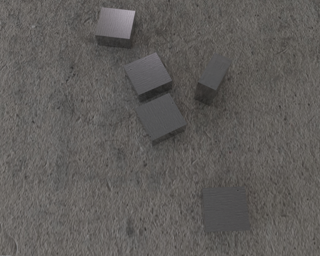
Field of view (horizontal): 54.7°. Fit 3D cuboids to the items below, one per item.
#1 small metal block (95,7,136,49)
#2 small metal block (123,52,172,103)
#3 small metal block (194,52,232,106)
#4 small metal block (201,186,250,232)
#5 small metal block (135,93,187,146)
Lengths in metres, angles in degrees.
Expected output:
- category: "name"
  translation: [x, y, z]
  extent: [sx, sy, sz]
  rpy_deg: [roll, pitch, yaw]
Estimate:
- category: "small metal block"
  translation: [-0.065, -0.149, 0.462]
  extent: [0.050, 0.025, 0.050]
  rpy_deg: [7, 70, 2]
- category: "small metal block"
  translation: [-0.017, -0.071, 0.434]
  extent: [0.050, 0.025, 0.050]
  rpy_deg: [-25, 72, -9]
- category: "small metal block"
  translation: [0.071, -0.065, 0.419]
  extent: [0.025, 0.050, 0.050]
  rpy_deg: [27, 72, 9]
- category: "small metal block"
  translation: [0.077, 0.098, 0.373]
  extent: [0.050, 0.025, 0.050]
  rpy_deg: [-2, 70, -1]
- category: "small metal block"
  translation: [0.001, -0.011, 0.412]
  extent: [0.050, 0.025, 0.050]
  rpy_deg: [-25, 72, -9]
